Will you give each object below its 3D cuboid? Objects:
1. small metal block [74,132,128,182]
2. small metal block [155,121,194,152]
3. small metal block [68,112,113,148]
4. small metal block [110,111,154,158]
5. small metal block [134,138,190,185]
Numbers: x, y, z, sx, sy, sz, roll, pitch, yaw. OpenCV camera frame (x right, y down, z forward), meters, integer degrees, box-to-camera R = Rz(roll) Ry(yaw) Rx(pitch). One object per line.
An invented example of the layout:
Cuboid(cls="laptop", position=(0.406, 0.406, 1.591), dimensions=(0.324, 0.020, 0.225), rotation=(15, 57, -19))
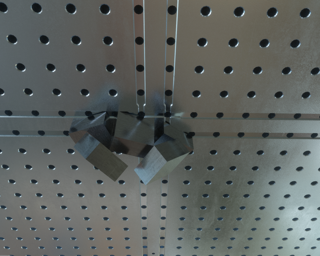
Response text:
Cuboid(cls="small metal block", position=(-0.075, 0.035, 0.388), dimensions=(0.025, 0.050, 0.050), rotation=(-50, 122, -10))
Cuboid(cls="small metal block", position=(0.011, 0.025, 0.434), dimensions=(0.050, 0.025, 0.050), rotation=(29, 124, -23))
Cuboid(cls="small metal block", position=(-0.087, 0.011, 0.420), dimensions=(0.050, 0.025, 0.050), rotation=(-15, 129, 12))
Cuboid(cls="small metal block", position=(-0.035, 0.009, 0.402), dimensions=(0.050, 0.050, 0.025), rotation=(14, 129, -13))
Cuboid(cls="small metal block", position=(0.003, 0.042, 0.396), dimensions=(0.050, 0.025, 0.050), rotation=(-15, 150, -51))
